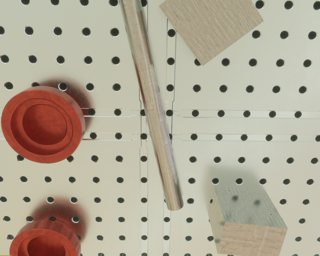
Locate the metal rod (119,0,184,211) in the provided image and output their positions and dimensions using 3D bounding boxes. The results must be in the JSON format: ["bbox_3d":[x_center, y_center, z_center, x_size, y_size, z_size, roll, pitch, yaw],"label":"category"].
[{"bbox_3d":[-0.007,-0.023,0.404,0.025,0.025,0.298,-11,110,4],"label":"metal rod"}]

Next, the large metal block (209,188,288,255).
[{"bbox_3d":[0.118,0.131,0.433,0.081,0.080,0.050,7,110,-3],"label":"large metal block"}]

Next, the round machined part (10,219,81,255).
[{"bbox_3d":[-0.169,0.179,0.469,0.099,0.042,0.097,0,110,0],"label":"round machined part"}]

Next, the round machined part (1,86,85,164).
[{"bbox_3d":[-0.146,-0.007,0.400,0.099,0.042,0.097,0,110,0],"label":"round machined part"}]

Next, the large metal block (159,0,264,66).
[{"bbox_3d":[0.055,-0.130,0.352,0.080,0.050,0.080,-36,107,12],"label":"large metal block"}]
